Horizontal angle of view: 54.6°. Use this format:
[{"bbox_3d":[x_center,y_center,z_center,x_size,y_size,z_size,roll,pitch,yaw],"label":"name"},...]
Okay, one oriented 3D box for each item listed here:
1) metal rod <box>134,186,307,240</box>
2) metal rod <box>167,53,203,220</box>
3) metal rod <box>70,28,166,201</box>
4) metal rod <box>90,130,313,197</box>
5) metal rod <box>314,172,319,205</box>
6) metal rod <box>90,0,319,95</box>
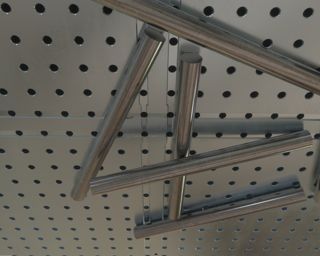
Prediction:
[{"bbox_3d":[0.095,0.151,0.540,0.300,0.025,0.025,-18,128,14],"label":"metal rod"},{"bbox_3d":[0.030,0.036,0.441,0.025,0.025,0.298,1,130,-1],"label":"metal rod"},{"bbox_3d":[-0.069,0.005,0.414,0.025,0.025,0.298,20,127,-16],"label":"metal rod"},{"bbox_3d":[0.056,0.047,0.422,0.302,0.025,0.025,-13,130,-1],"label":"metal rod"},{"bbox_3d":[0.244,0.006,0.418,0.025,0.025,0.299,-7,130,6],"label":"metal rod"},{"bbox_3d":[0.063,-0.094,0.332,0.302,0.025,0.025,18,128,-15],"label":"metal rod"}]
